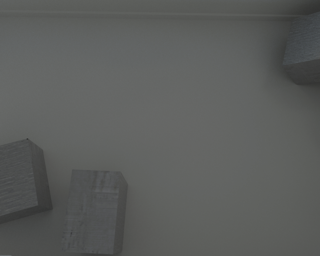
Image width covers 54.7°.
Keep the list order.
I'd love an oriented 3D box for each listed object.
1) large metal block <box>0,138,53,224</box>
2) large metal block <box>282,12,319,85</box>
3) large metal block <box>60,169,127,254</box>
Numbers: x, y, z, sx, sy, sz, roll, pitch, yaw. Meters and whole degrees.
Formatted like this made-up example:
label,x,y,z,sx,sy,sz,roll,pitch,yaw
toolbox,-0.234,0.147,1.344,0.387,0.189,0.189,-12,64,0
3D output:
label,x,y,z,sx,sy,sz,roll,pitch,yaw
large metal block,-0.183,0.067,0.370,0.081,0.050,0.080,-15,71,-6
large metal block,0.221,-0.110,0.417,0.080,0.050,0.080,-3,62,46
large metal block,-0.068,0.095,0.345,0.050,0.080,0.080,3,70,1
